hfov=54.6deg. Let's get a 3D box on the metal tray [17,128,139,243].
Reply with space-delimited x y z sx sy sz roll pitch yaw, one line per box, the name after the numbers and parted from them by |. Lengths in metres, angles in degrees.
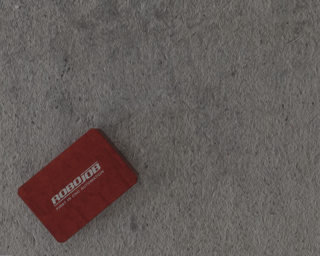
-0.105 0.073 0.407 0.130 0.030 0.090 -40 90 0 | metal tray
